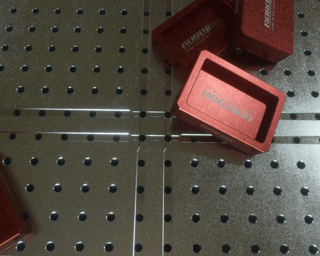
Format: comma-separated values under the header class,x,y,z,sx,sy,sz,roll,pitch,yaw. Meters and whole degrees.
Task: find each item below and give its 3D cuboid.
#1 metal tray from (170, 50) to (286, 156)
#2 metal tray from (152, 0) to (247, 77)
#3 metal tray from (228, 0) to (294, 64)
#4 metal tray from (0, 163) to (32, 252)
class,x,y,z,sx,sy,sz,roll,pitch,yaw
metal tray,0.090,-0.032,0.403,0.131,0.030,0.090,27,72,-7
metal tray,0.064,-0.140,0.460,0.130,0.030,0.090,-39,75,-13
metal tray,0.151,-0.170,0.455,0.091,0.030,0.130,17,69,-19
metal tray,-0.227,0.093,0.372,0.090,0.030,0.130,-31,73,-11
